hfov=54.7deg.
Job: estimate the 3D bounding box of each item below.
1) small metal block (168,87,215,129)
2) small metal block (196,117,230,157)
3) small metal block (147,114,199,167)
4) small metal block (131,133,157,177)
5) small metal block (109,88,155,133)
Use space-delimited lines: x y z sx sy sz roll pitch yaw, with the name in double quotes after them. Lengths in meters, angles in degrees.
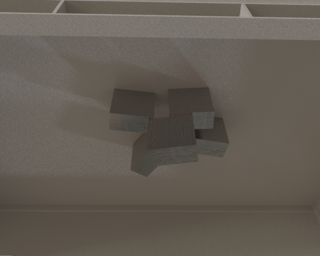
0.036 -0.024 0.373 0.050 0.050 0.025 -2 130 1 "small metal block"
0.057 0.008 0.401 0.050 0.050 0.025 9 130 -8 "small metal block"
0.013 0.013 0.338 0.050 0.050 0.025 -7 130 5 "small metal block"
-0.014 0.029 0.417 0.025 0.050 0.050 28 125 -22 "small metal block"
-0.033 -0.021 0.374 0.050 0.050 0.025 5 130 -5 "small metal block"
